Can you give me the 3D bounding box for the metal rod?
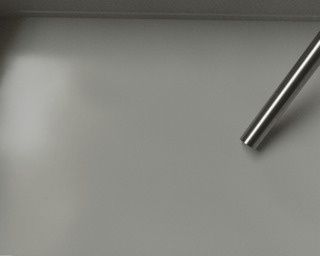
[{"bbox_3d":[0.199,-0.100,0.384,0.025,0.025,0.299,37,99,12],"label":"metal rod"}]
